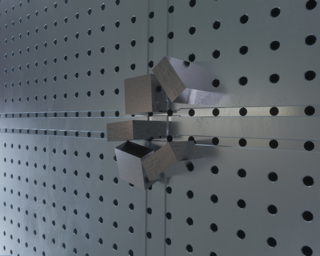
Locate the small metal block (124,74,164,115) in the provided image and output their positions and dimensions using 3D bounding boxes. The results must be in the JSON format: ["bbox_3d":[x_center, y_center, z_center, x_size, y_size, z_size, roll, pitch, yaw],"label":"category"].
[{"bbox_3d":[-0.022,-0.045,0.429,0.050,0.025,0.050,-3,88,40],"label":"small metal block"}]

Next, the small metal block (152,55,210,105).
[{"bbox_3d":[0.026,-0.056,0.373,0.025,0.050,0.050,-44,64,31],"label":"small metal block"}]

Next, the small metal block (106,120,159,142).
[{"bbox_3d":[-0.037,0.004,0.425,0.050,0.050,0.025,-6,86,40],"label":"small metal block"}]

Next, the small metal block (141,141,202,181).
[{"bbox_3d":[0.015,0.040,0.382,0.050,0.050,0.025,-39,66,33],"label":"small metal block"}]

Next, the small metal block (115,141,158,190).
[{"bbox_3d":[-0.033,0.050,0.427,0.050,0.025,0.050,17,123,39],"label":"small metal block"}]
